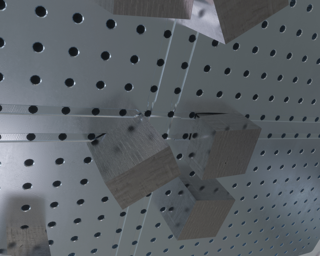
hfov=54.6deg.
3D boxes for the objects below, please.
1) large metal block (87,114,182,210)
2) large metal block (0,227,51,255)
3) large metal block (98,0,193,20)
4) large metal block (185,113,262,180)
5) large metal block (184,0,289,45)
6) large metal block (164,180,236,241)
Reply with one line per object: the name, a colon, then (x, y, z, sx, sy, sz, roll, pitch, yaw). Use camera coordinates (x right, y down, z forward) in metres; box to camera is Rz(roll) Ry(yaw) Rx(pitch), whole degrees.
large metal block: (-0.033, 0.038, 0.380, 0.080, 0.080, 0.050, -30, 128, -10)
large metal block: (-0.177, 0.185, 0.393, 0.050, 0.080, 0.080, 13, 112, -34)
large metal block: (-0.011, -0.152, 0.295, 0.081, 0.050, 0.079, -6, 121, -25)
large metal block: (0.092, 0.026, 0.460, 0.081, 0.050, 0.079, -3, 120, -27)
large metal block: (0.072, -0.141, 0.328, 0.080, 0.080, 0.050, -33, 129, -7)
large metal block: (0.064, 0.134, 0.512, 0.081, 0.050, 0.080, 8, 115, -32)
